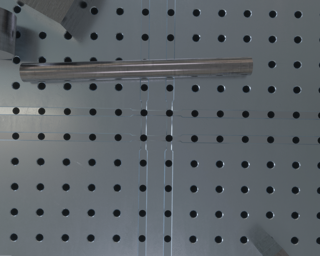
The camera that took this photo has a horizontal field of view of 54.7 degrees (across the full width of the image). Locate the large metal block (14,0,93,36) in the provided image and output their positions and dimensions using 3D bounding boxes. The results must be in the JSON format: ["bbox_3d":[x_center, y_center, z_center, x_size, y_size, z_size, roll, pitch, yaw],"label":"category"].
[{"bbox_3d":[-0.136,-0.180,0.400,0.080,0.050,0.080,30,90,0],"label":"large metal block"}]

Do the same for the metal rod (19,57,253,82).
[{"bbox_3d":[-0.030,-0.078,0.413,0.302,0.025,0.025,-2,90,0],"label":"metal rod"}]

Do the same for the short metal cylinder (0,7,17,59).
[{"bbox_3d":[-0.223,-0.119,0.384,0.081,0.080,0.050,3,90,0],"label":"short metal cylinder"}]

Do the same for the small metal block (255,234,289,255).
[{"bbox_3d":[0.156,0.174,0.402,0.025,0.050,0.050,-40,90,0],"label":"small metal block"}]
